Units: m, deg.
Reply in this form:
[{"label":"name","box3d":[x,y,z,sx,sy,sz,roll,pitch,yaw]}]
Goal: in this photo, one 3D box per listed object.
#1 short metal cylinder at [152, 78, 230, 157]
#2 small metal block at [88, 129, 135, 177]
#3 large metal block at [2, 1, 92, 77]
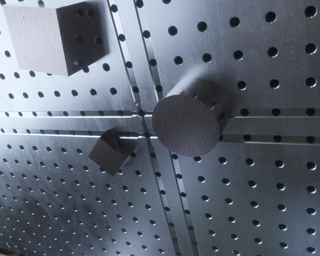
[{"label":"short metal cylinder","box3d":[0.038,-0.013,0.367,0.080,0.050,0.079,13,124,20]},{"label":"small metal block","box3d":[-0.075,0.039,0.473,0.050,0.025,0.050,39,129,1]},{"label":"large metal block","box3d":[-0.140,-0.117,0.395,0.080,0.050,0.079,12,124,21]}]
